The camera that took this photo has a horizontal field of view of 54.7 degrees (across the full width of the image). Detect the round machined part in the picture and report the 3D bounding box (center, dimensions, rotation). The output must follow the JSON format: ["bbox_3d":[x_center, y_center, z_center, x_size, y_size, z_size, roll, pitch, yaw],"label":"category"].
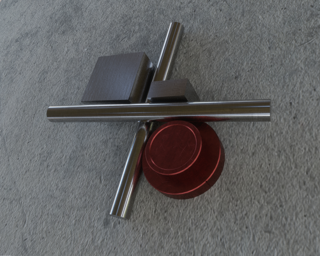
[{"bbox_3d":[0.022,0.030,0.362,0.098,0.042,0.098,-13,56,20],"label":"round machined part"}]

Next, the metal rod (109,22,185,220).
[{"bbox_3d":[-0.011,-0.026,0.426,0.025,0.025,0.300,2,62,29],"label":"metal rod"}]

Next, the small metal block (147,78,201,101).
[{"bbox_3d":[0.019,-0.037,0.401,0.050,0.050,0.025,-1,61,27],"label":"small metal block"}]

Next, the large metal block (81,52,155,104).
[{"bbox_3d":[-0.057,-0.061,0.454,0.080,0.050,0.080,1,62,28],"label":"large metal block"}]

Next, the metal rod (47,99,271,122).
[{"bbox_3d":[-0.018,-0.020,0.394,0.301,0.025,0.025,0,62,23],"label":"metal rod"}]
